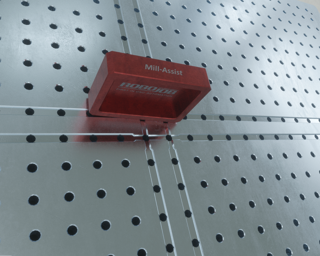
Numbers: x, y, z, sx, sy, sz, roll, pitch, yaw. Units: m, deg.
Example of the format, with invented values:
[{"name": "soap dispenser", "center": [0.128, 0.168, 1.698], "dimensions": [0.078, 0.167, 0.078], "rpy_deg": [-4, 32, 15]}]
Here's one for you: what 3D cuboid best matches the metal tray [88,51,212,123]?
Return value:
[{"name": "metal tray", "center": [-0.014, -0.045, 0.387], "dimensions": [0.131, 0.090, 0.030], "rpy_deg": [4, 60, -26]}]
